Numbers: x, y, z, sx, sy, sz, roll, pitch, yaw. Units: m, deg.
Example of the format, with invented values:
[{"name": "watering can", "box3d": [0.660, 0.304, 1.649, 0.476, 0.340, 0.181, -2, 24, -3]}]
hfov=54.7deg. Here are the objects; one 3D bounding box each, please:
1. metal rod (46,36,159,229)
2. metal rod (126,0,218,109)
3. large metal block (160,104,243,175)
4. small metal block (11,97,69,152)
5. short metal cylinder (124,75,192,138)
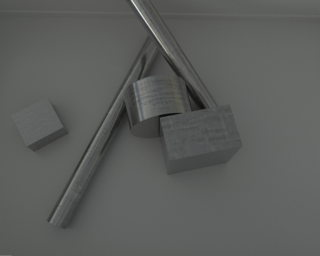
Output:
[{"name": "metal rod", "box3d": [-0.062, -0.014, 0.413, 0.025, 0.025, 0.300, 23, 71, 8]}, {"name": "metal rod", "box3d": [-0.016, -0.142, 0.384, 0.025, 0.025, 0.299, -39, 105, -13]}, {"name": "large metal block", "box3d": [0.044, 0.017, 0.375, 0.081, 0.080, 0.050, -11, 71, -4]}, {"name": "small metal block", "box3d": [-0.158, -0.005, 0.409, 0.050, 0.025, 0.050, -30, 73, -11]}, {"name": "short metal cylinder", "box3d": [-0.002, -0.025, 0.390, 0.081, 0.080, 0.050, -11, 71, -4]}]
